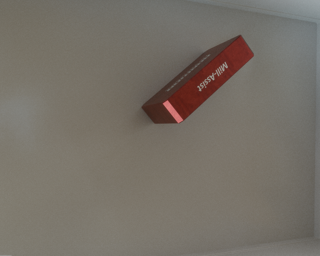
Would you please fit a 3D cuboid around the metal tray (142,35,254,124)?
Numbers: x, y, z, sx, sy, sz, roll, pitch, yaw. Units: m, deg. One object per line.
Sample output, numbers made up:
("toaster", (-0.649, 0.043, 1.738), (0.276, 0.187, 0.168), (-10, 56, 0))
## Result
("metal tray", (0.045, -0.058, 0.391), (0.130, 0.090, 0.030), (-42, 104, -15))
